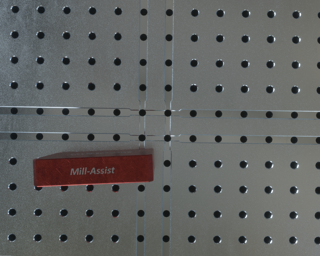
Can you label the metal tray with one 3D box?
[{"bbox_3d":[-0.073,0.046,0.379,0.131,0.090,0.030,-2,90,-1],"label":"metal tray"}]
